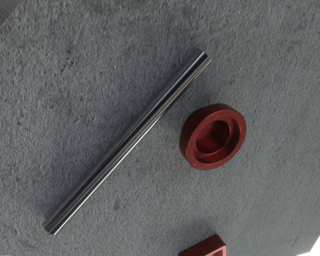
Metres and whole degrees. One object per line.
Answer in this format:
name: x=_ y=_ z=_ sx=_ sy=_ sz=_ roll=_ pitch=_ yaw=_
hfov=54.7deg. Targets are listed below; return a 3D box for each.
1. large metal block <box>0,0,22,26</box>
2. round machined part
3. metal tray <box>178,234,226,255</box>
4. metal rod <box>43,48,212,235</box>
large metal block: x=-0.147 y=-0.125 z=0.234 sx=0.080 sy=0.050 sz=0.080 roll=-48 pitch=129 yaw=5
round machined part: x=0.070 y=0.009 z=0.442 sx=0.099 sy=0.042 sz=0.097 roll=-14 pitch=125 yaw=-21
metal tray: x=0.089 y=0.283 z=0.630 sx=0.091 sy=0.030 sz=0.129 roll=-21 pitch=127 yaw=-17
metal rod: x=-0.045 y=0.021 z=0.396 sx=0.299 sy=0.025 sz=0.025 roll=-48 pitch=129 yaw=5
